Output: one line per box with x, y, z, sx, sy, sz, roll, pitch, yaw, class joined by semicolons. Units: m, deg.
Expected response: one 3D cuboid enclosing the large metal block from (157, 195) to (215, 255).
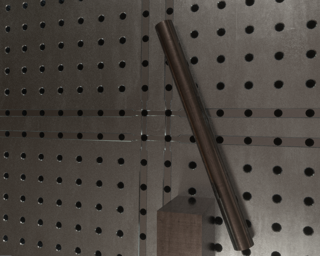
0.034;0.131;0.371;0.050;0.080;0.079;0;90;20;large metal block

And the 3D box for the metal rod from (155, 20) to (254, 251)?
0.054;0.004;0.393;0.025;0.025;0.299;-21;83;18;metal rod
